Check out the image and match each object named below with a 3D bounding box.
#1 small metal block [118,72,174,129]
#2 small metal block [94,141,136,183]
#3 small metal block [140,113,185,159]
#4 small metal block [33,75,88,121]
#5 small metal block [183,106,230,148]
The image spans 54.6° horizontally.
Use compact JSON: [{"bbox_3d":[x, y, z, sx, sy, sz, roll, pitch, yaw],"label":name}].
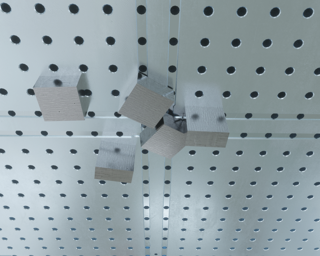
[{"bbox_3d":[-0.017,-0.033,0.383,0.050,0.025,0.050,25,126,-19],"label":"small metal block"},{"bbox_3d":[-0.062,0.047,0.435,0.050,0.050,0.025,8,130,-7],"label":"small metal block"},{"bbox_3d":[0.009,0.011,0.416,0.050,0.025,0.050,25,126,-30],"label":"small metal block"},{"bbox_3d":[-0.120,-0.036,0.380,0.050,0.025,0.050,-1,130,1],"label":"small metal block"},{"bbox_3d":[0.057,-0.002,0.393,0.050,0.050,0.025,3,130,-3],"label":"small metal block"}]
